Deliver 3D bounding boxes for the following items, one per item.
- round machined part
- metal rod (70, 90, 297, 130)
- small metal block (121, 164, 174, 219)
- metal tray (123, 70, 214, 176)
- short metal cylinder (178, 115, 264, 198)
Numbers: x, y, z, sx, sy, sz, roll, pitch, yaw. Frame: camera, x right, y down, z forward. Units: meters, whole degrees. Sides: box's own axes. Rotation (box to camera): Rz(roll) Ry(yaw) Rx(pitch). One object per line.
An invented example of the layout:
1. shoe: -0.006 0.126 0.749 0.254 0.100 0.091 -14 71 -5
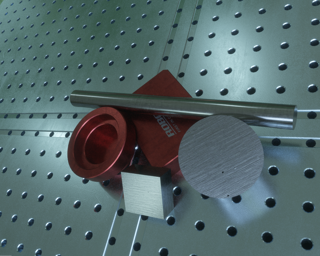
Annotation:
1. round machined part: -0.072 0.024 0.412 0.098 0.042 0.098 -14 61 27
2. metal rod: 0.005 -0.027 0.381 0.300 0.025 0.025 7 65 31
3. small metal block: -0.014 0.071 0.353 0.050 0.025 0.050 3 106 28
4. metal tray: 0.007 -0.010 0.407 0.090 0.030 0.130 -37 51 3
5. short metal cylinder: 0.062 0.030 0.320 0.080 0.050 0.080 -2 81 11
